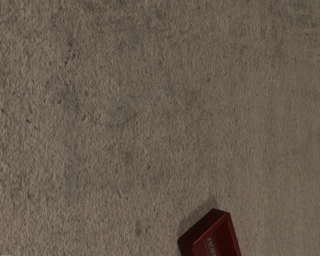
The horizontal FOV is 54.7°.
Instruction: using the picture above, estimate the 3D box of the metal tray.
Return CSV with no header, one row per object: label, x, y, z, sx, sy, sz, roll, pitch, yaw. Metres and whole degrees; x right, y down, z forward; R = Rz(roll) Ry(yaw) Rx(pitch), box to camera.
metal tray,0.084,0.203,0.474,0.091,0.030,0.129,-29,108,-37
